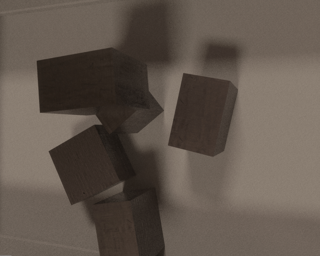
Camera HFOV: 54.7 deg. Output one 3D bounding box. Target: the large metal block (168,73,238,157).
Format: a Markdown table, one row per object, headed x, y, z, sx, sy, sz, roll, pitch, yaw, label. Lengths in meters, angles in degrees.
| x | y | z | sx | sy | sz | roll | pitch | yaw | label |
| --- | --- | --- | --- | --- | --- | --- | --- | --- | --- |
| 0.053 | -0.015 | 0.362 | 0.050 | 0.080 | 0.079 | 13 | 95 | 19 | large metal block |

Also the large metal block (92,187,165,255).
| x | y | z | sx | sy | sz | roll | pitch | yaw | label |
| --- | --- | --- | --- | --- | --- | --- | --- | --- | --- |
| -0.037 | 0.125 | 0.393 | 0.050 | 0.080 | 0.080 | -11 | 87 | 19 | large metal block |

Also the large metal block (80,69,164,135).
| x | y | z | sx | sy | sz | roll | pitch | yaw | label |
| --- | --- | --- | --- | --- | --- | --- | --- | --- | --- |
| -0.050 | -0.039 | 0.398 | 0.050 | 0.080 | 0.080 | -40 | 78 | 15 | large metal block |

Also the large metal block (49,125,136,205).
| x | y | z | sx | sy | sz | roll | pitch | yaw | label |
| --- | --- | --- | --- | --- | --- | --- | --- | --- | --- |
| -0.093 | 0.049 | 0.429 | 0.080 | 0.050 | 0.080 | -28 | 81 | 17 | large metal block |

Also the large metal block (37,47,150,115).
| x | y | z | sx | sy | sz | roll | pitch | yaw | label |
| --- | --- | --- | --- | --- | --- | --- | --- | --- | --- |
| -0.064 | -0.042 | 0.318 | 0.080 | 0.080 | 0.050 | -5 | 89 | 19 | large metal block |
